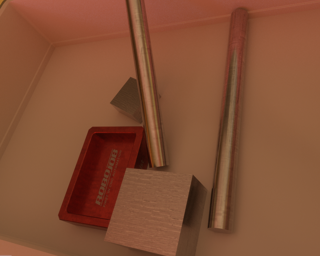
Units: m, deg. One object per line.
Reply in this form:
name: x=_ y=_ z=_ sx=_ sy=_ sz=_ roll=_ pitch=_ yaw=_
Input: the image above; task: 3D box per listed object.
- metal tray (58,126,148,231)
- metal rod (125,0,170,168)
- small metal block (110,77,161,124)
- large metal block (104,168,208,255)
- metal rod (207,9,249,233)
metal tray: x=-0.067 y=0.061 z=0.398 sx=0.090 sy=0.030 sz=0.130 roll=0 pitch=61 yaw=27
metal rod: x=-0.023 y=-0.100 z=0.396 sx=0.025 sy=0.025 sz=0.298 roll=-11 pitch=83 yaw=22
small metal block: x=-0.035 y=-0.041 z=0.448 sx=0.050 sy=0.025 sz=0.050 roll=28 pitch=77 yaw=37
large metal block: x=-0.002 y=0.092 z=0.333 sx=0.080 sy=0.050 sz=0.080 roll=1 pitch=62 yaw=28
metal rod: x=0.087 y=-0.029 z=0.376 sx=0.025 sy=0.025 sz=0.299 roll=-3 pitch=60 yaw=26
